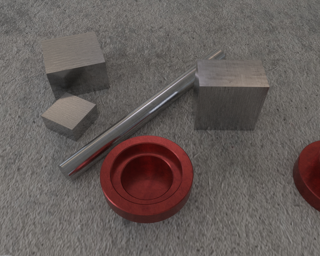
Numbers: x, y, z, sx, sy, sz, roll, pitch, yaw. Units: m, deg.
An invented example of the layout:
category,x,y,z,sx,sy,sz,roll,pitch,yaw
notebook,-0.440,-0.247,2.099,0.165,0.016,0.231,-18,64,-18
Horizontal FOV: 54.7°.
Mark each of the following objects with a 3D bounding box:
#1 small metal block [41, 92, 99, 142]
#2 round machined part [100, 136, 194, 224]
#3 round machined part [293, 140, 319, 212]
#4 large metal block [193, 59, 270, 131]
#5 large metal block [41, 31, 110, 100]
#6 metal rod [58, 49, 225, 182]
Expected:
category,x,y,z,sx,sy,sz,roll,pitch,yaw
small metal block,-0.119,-0.016,0.415,0.050,0.025,0.050,23,54,18
round machined part,-0.014,0.059,0.342,0.099,0.042,0.098,0,50,0
round machined part,0.208,0.051,0.351,0.099,0.042,0.098,0,50,0
large metal block,0.086,-0.041,0.403,0.081,0.080,0.050,1,50,0
large metal block,-0.127,-0.095,0.466,0.081,0.050,0.080,-14,52,-12
metal rod,-0.007,-0.032,0.429,0.025,0.025,0.302,36,58,26
